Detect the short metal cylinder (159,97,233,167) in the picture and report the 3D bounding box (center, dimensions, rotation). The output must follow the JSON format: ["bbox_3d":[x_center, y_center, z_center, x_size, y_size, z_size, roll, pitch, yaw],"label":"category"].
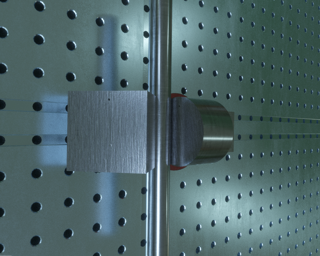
[{"bbox_3d":[0.039,0.004,0.369,0.050,0.080,0.079,1,90,-40],"label":"short metal cylinder"}]

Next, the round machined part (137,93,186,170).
[{"bbox_3d":[0.008,0.004,0.405,0.099,0.042,0.097,0,90,-40],"label":"round machined part"}]

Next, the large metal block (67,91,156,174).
[{"bbox_3d":[-0.049,0.004,0.327,0.050,0.080,0.079,4,87,-81],"label":"large metal block"}]

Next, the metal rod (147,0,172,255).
[{"bbox_3d":[0.000,-0.003,0.357,0.025,0.025,0.298,1,89,-40],"label":"metal rod"}]

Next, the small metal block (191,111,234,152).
[{"bbox_3d":[0.066,0.004,0.396,0.025,0.050,0.050,2,89,-40],"label":"small metal block"}]
